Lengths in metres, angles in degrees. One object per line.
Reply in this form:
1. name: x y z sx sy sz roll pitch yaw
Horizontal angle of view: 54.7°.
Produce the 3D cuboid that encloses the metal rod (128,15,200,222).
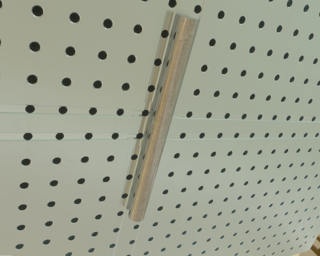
1. metal rod: -0.001 0.005 0.415 0.025 0.025 0.298 0 118 -29
